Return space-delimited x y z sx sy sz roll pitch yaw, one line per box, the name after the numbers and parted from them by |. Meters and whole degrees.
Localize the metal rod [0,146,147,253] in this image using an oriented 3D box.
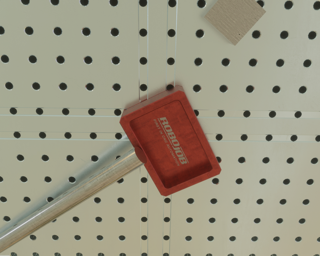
-0.144 0.112 0.436 0.300 0.025 0.025 -33 107 17 | metal rod

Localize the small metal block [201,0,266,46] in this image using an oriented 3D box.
0.086 -0.134 0.365 0.050 0.025 0.050 38 105 -13 | small metal block

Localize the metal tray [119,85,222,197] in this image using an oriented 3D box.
0.016 0.020 0.417 0.090 0.030 0.130 -25 109 8 | metal tray
